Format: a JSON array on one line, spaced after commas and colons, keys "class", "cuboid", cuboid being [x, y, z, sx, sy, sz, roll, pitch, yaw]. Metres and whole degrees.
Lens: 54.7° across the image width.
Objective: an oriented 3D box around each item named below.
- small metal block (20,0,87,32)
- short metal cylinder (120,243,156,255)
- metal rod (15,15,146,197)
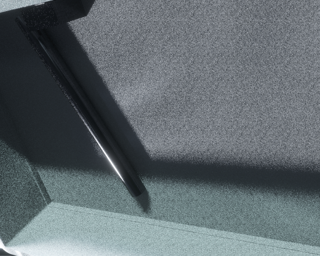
[{"class": "small metal block", "cuboid": [-0.127, -0.138, 0.372, 0.050, 0.050, 0.025, -1, 118, 28]}, {"class": "short metal cylinder", "cuboid": [-0.039, 0.254, 0.552, 0.080, 0.080, 0.050, -23, 106, 36]}, {"class": "metal rod", "cuboid": [-0.107, -0.024, 0.448, 0.025, 0.025, 0.299, -20, 108, 35]}]
